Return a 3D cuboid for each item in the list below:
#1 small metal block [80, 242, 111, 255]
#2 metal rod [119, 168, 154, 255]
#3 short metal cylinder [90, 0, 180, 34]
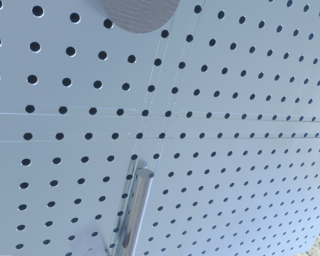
[{"bbox_3d":[-0.099,0.214,0.475,0.050,0.050,0.025,-30,129,-9],"label":"small metal block"},{"bbox_3d":[-0.051,0.195,0.505,0.025,0.025,0.298,-1,119,-28],"label":"metal rod"},{"bbox_3d":[-0.026,-0.137,0.297,0.081,0.050,0.079,-14,125,-21],"label":"short metal cylinder"}]
